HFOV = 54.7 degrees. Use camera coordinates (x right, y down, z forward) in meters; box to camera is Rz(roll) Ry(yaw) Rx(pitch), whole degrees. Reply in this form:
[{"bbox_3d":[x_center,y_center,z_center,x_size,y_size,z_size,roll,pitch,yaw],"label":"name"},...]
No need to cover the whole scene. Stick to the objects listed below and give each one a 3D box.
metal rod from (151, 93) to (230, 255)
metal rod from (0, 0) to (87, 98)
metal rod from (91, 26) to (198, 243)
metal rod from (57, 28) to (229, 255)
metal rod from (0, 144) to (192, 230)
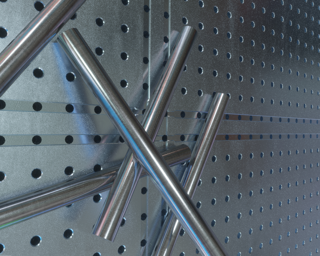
[{"bbox_3d":[0.042,0.080,0.446,0.025,0.025,0.300,38,67,-34],"label":"metal rod"},{"bbox_3d":[-0.113,-0.107,0.314,0.025,0.025,0.300,45,63,-31],"label":"metal rod"},{"bbox_3d":[-0.008,-0.012,0.382,0.025,0.025,0.300,40,59,-33],"label":"metal rod"},{"bbox_3d":[-0.016,0.025,0.336,0.025,0.025,0.299,-36,93,-35],"label":"metal rod"},{"bbox_3d":[-0.078,0.064,0.345,0.302,0.025,0.025,-14,99,-39],"label":"metal rod"}]
